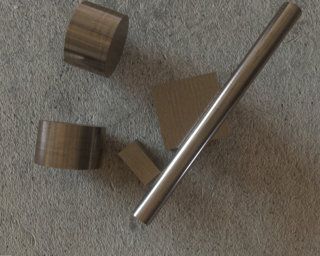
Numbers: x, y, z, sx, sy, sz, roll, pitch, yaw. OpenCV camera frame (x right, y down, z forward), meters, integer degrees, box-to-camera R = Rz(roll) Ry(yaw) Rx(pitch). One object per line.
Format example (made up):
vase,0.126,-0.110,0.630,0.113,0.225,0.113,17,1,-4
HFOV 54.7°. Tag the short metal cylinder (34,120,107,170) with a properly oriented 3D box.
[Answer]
short metal cylinder,-0.109,0.020,0.382,0.080,0.080,0.050,6,90,0

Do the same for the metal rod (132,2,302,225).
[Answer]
metal rod,0.066,-0.017,0.360,0.025,0.025,0.299,36,90,0

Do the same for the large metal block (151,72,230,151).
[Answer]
large metal block,0.037,-0.021,0.398,0.080,0.050,0.080,-13,90,0

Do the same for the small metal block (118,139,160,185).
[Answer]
small metal block,-0.025,0.042,0.397,0.025,0.050,0.050,-41,90,0

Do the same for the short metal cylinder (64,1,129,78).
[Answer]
short metal cylinder,-0.076,-0.108,0.382,0.050,0.080,0.080,20,90,0
